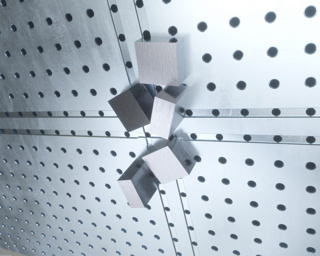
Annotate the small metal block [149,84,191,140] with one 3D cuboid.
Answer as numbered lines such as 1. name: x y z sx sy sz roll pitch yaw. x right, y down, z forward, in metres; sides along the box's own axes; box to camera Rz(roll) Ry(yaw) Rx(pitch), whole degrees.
1. small metal block: 0.012 -0.023 0.374 0.025 0.050 0.050 21 126 14

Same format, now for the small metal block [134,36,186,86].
1. small metal block: 0.001 -0.078 0.361 0.050 0.025 0.050 8 122 23

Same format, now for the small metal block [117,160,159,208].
1. small metal block: -0.031 0.083 0.461 0.025 0.050 0.050 -11 113 32

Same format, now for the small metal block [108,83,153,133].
1. small metal block: -0.033 -0.027 0.403 0.050 0.025 0.050 -21 105 47

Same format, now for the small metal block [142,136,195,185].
1. small metal block: 0.012 0.046 0.432 0.050 0.025 0.050 -27 104 37
